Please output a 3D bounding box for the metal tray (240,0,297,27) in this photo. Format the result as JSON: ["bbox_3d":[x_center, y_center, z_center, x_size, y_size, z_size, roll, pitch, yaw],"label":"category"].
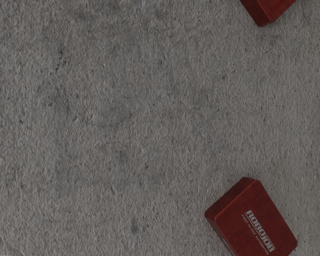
[{"bbox_3d":[0.176,-0.229,0.470,0.130,0.030,0.090,-44,104,-15],"label":"metal tray"}]

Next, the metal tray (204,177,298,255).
[{"bbox_3d":[0.136,0.149,0.457,0.090,0.030,0.130,-38,102,-16],"label":"metal tray"}]
